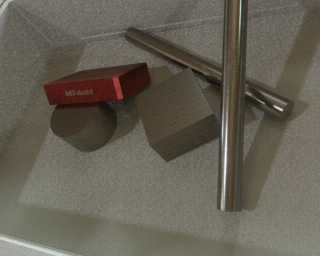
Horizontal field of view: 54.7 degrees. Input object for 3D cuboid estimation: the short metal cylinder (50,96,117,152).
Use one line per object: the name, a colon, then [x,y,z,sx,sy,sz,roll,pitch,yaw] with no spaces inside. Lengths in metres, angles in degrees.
short metal cylinder: [-0.110,-0.011,0.452,0.080,0.050,0.080,-13,56,20]

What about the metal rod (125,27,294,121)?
metal rod: [0.046,-0.089,0.435,0.025,0.025,0.300,-49,52,-6]

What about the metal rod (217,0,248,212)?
metal rod: [0.079,-0.064,0.332,0.025,0.025,0.298,0,84,28]

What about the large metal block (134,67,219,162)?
large metal block: [0.023,-0.017,0.387,0.080,0.050,0.080,-27,53,11]

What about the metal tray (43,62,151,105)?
metal tray: [-0.091,-0.066,0.457,0.130,0.030,0.090,-1,23,27]
